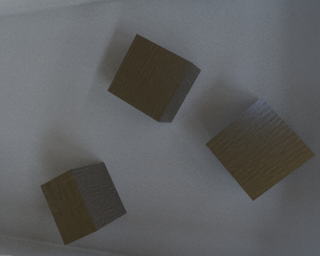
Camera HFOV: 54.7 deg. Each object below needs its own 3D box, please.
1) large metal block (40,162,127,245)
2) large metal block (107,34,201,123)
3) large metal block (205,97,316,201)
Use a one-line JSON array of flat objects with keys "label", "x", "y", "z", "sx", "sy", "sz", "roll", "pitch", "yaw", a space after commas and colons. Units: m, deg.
[{"label": "large metal block", "x": -0.099, "y": 0.097, "z": 0.415, "sx": 0.050, "sy": 0.080, "sz": 0.080, "roll": -29, "pitch": 81, "yaw": 17}, {"label": "large metal block", "x": -0.006, "y": -0.061, "z": 0.399, "sx": 0.080, "sy": 0.050, "sz": 0.080, "roll": 32, "pitch": 100, "yaw": 17}, {"label": "large metal block", "x": 0.114, "y": 0.023, "z": 0.357, "sx": 0.080, "sy": 0.050, "sz": 0.080, "roll": -42, "pitch": 77, "yaw": 15}]
